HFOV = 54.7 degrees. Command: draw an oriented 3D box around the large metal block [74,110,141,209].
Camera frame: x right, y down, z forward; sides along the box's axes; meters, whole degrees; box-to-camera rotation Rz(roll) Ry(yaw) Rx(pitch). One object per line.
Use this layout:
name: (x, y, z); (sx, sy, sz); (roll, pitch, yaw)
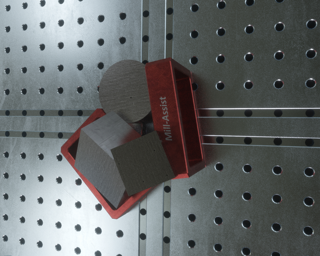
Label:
large metal block: (-0.056, 0.040, 0.385); (0.080, 0.050, 0.079); (41, 138, 14)

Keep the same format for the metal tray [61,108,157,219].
metal tray: (-0.067, 0.048, 0.431); (0.090, 0.030, 0.130); (-45, 77, 14)

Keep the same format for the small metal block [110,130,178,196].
small metal block: (-0.015, 0.036, 0.317); (0.050, 0.025, 0.050); (-23, 83, 7)

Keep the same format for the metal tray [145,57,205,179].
metal tray: (0.021, -0.010, 0.370); (0.030, 0.090, 0.129); (-10, 87, 19)

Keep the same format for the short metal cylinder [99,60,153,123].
short metal cylinder: (-0.033, -0.046, 0.410); (0.080, 0.050, 0.079); (0, 90, 19)
